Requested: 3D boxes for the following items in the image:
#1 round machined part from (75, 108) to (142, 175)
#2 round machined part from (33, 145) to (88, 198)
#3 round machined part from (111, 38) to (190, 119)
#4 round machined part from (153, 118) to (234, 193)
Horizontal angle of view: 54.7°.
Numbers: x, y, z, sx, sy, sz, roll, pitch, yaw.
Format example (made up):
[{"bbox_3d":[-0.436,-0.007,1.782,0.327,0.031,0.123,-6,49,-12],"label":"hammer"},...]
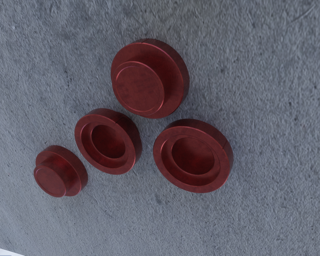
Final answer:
[{"bbox_3d":[-0.068,0.015,0.441,0.098,0.042,0.097,13,124,21],"label":"round machined part"},{"bbox_3d":[-0.179,0.082,0.542,0.098,0.042,0.097,13,124,21],"label":"round machined part"},{"bbox_3d":[-0.018,-0.054,0.372,0.098,0.042,0.097,13,124,21],"label":"round machined part"},{"bbox_3d":[0.044,0.031,0.391,0.098,0.042,0.097,13,124,21],"label":"round machined part"}]
